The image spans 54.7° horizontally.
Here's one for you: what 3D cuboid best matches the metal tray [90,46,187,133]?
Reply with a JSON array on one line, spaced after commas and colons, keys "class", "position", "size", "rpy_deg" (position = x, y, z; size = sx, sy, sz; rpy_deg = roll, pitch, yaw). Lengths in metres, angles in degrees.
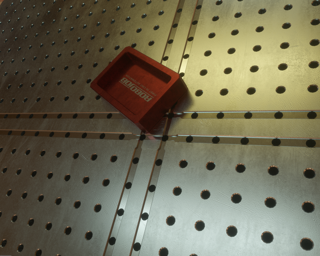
[{"class": "metal tray", "position": [-0.035, -0.061, 0.459], "size": [0.090, 0.030, 0.130], "rpy_deg": [-48, 52, -6]}]
